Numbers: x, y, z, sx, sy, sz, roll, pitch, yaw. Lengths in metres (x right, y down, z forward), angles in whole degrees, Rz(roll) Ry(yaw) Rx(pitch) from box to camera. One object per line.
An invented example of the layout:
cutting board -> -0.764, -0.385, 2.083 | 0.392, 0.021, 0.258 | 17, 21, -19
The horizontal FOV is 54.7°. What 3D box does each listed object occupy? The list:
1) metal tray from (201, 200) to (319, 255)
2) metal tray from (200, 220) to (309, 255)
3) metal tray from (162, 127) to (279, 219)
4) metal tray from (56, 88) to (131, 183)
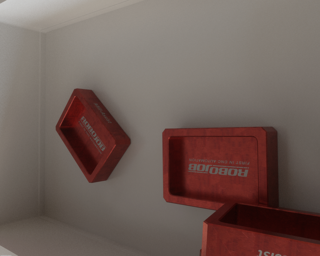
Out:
metal tray -> 0.108, 0.090, 0.244 | 0.130, 0.090, 0.030 | 4, 91, 25
metal tray -> 0.111, 0.130, 0.270 | 0.130, 0.091, 0.030 | 13, 106, 39
metal tray -> 0.063, 0.044, 0.350 | 0.130, 0.030, 0.089 | -1, 89, 39
metal tray -> -0.111, 0.010, 0.491 | 0.130, 0.030, 0.089 | 49, 119, 28
